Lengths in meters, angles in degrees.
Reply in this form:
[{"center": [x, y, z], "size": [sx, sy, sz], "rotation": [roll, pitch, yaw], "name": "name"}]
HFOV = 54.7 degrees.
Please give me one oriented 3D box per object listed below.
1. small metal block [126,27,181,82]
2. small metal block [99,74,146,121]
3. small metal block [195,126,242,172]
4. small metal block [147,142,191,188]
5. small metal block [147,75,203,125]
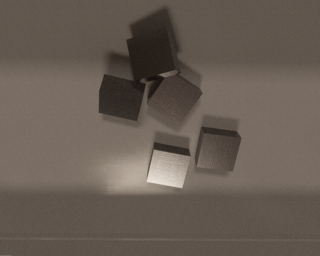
[{"center": [-0.007, -0.084, 0.365], "size": [0.050, 0.025, 0.050], "rotation": [-12, 88, 18], "name": "small metal block"}, {"center": [-0.048, -0.036, 0.383], "size": [0.050, 0.025, 0.050], "rotation": [13, 151, -5], "name": "small metal block"}, {"center": [0.078, 0.029, 0.423], "size": [0.050, 0.025, 0.050], "rotation": [8, 110, -4], "name": "small metal block"}, {"center": [0.011, 0.052, 0.431], "size": [0.050, 0.025, 0.050], "rotation": [11, 110, -5], "name": "small metal block"}, {"center": [0.018, -0.041, 0.397], "size": [0.050, 0.025, 0.050], "rotation": [32, 107, -12], "name": "small metal block"}]
